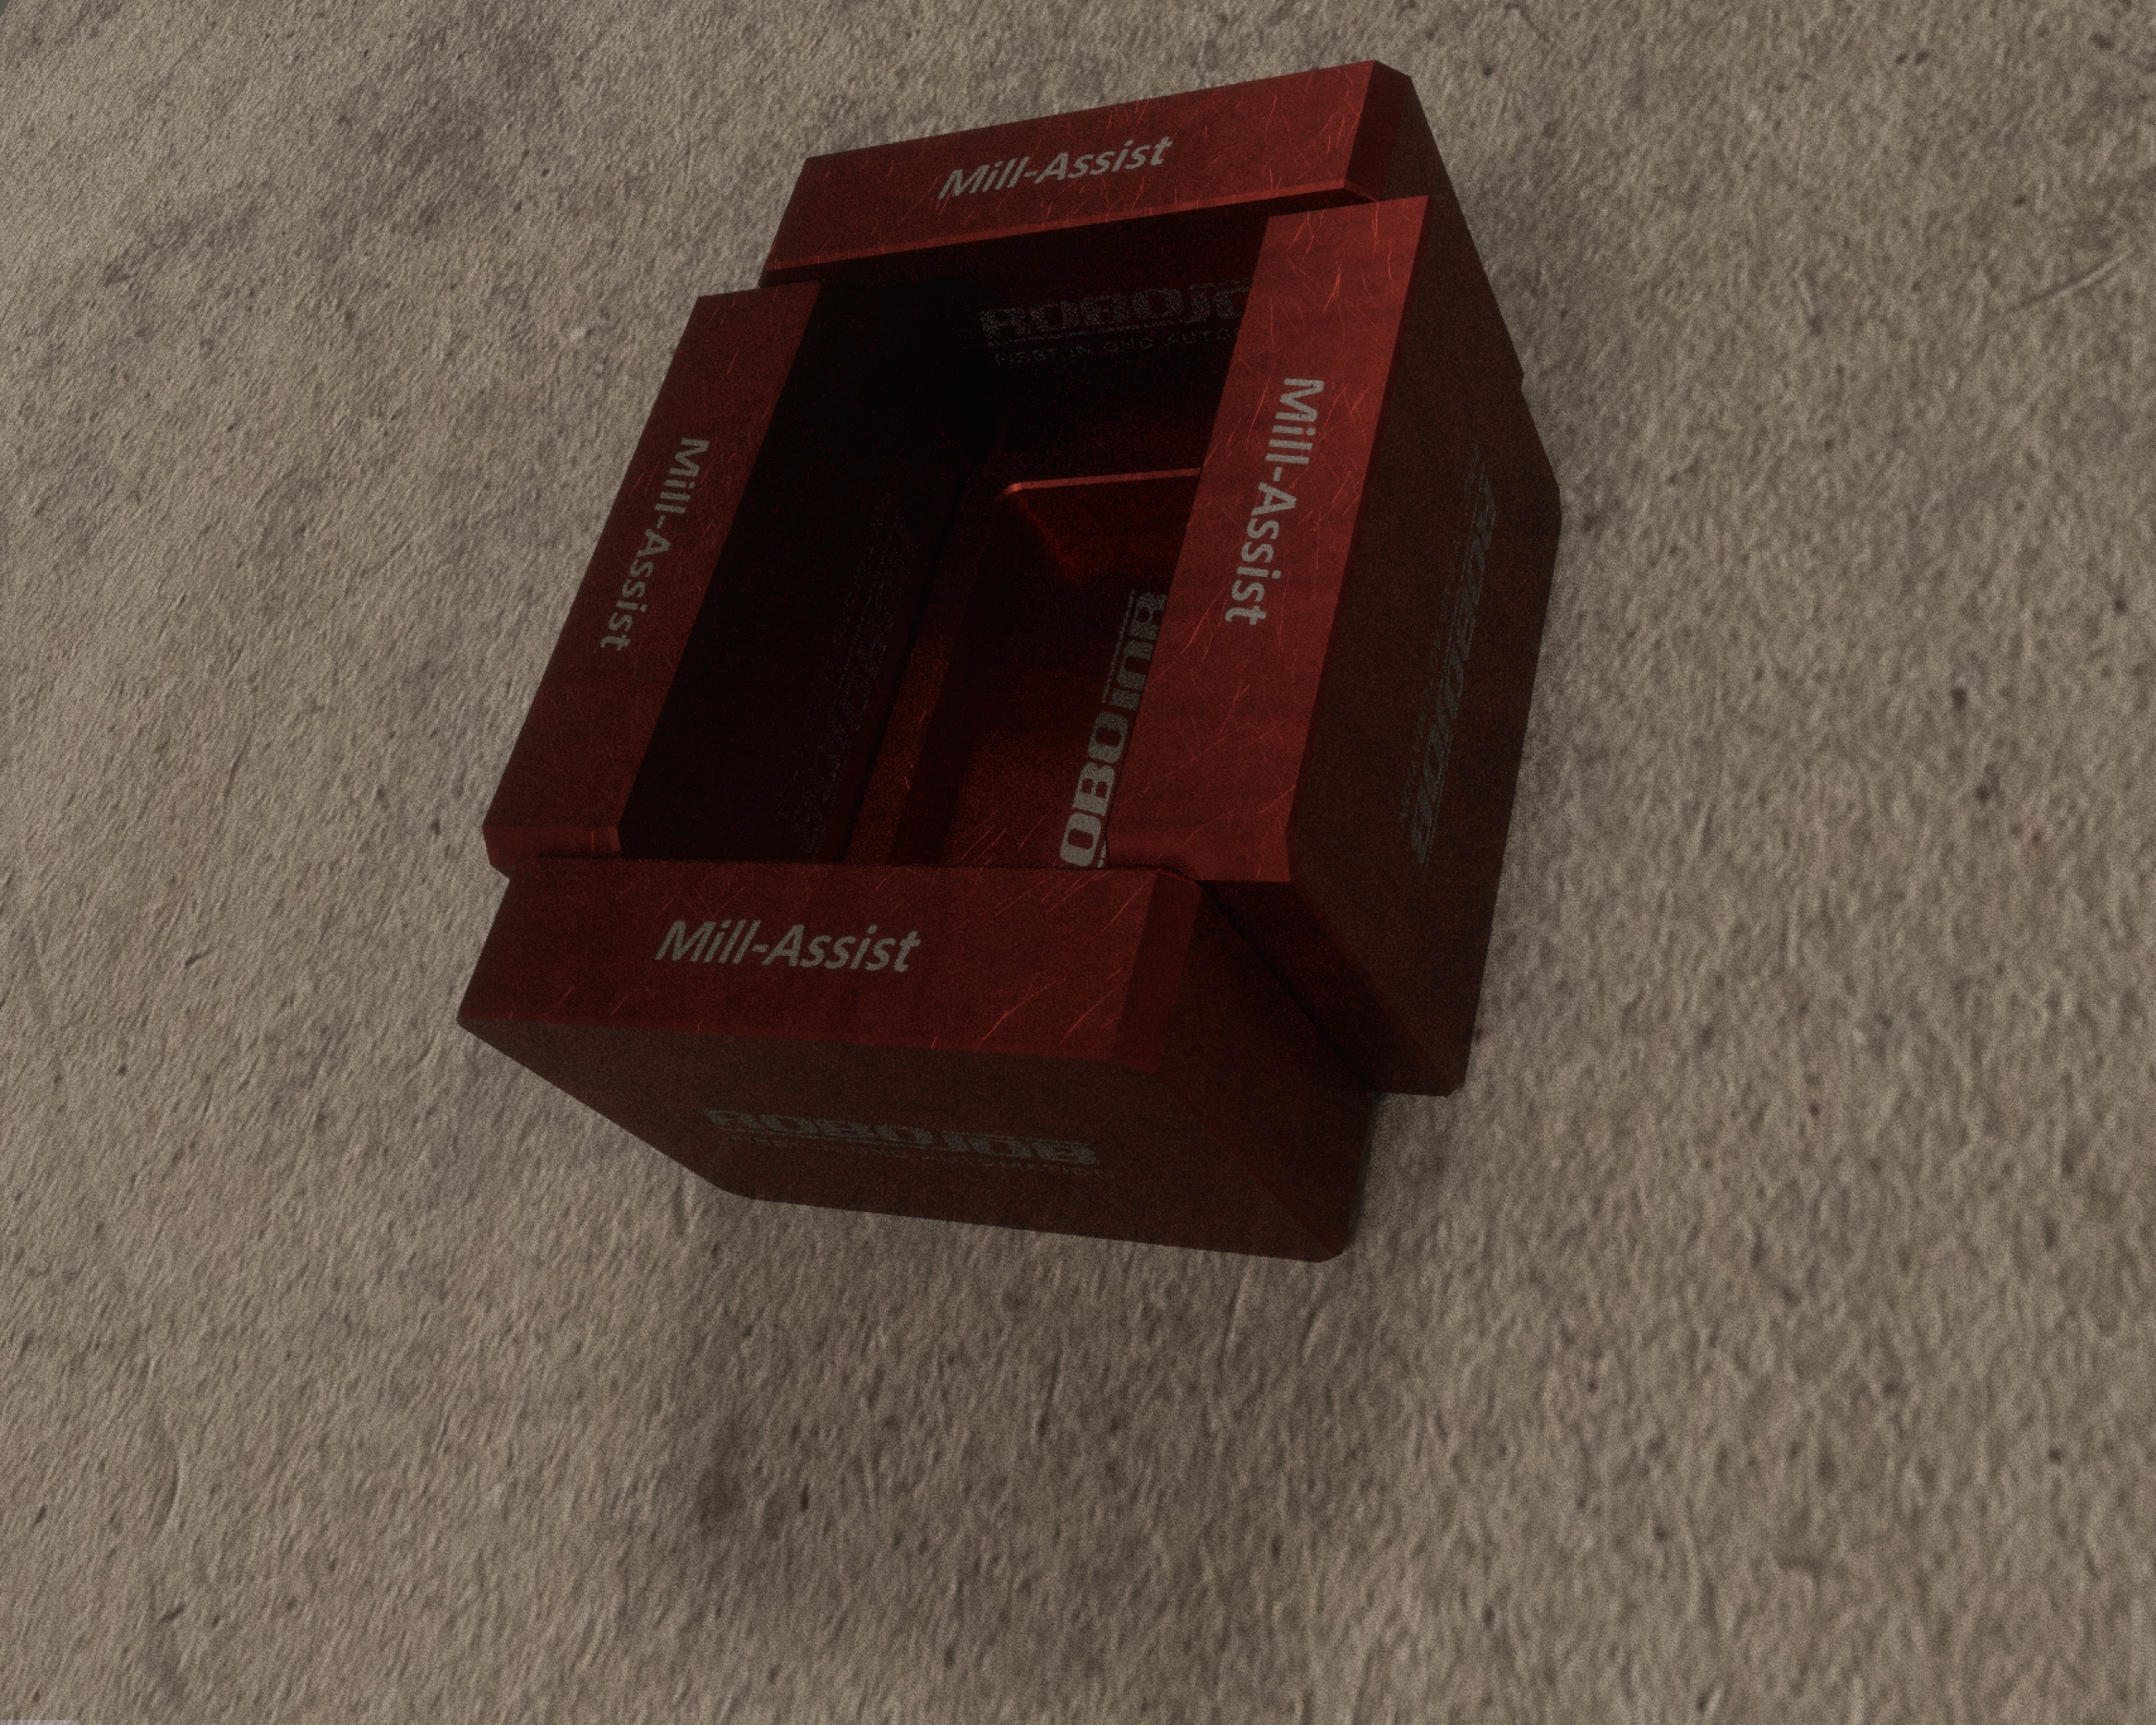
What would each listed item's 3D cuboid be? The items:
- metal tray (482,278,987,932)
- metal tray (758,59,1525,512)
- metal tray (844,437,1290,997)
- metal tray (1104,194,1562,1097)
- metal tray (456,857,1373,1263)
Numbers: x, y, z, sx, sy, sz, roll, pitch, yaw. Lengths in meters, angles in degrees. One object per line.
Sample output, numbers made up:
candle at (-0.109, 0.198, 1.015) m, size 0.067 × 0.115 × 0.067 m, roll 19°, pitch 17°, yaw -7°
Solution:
metal tray at (-0.058, -0.038, 0.415) m, size 0.030 × 0.090 × 0.130 m, roll 1°, pitch 62°, yaw 28°
metal tray at (0.014, -0.107, 0.420) m, size 0.130 × 0.090 × 0.030 m, roll 1°, pitch 63°, yaw 28°
metal tray at (0.008, -0.023, 0.411) m, size 0.090 × 0.030 × 0.130 m, roll 1°, pitch 62°, yaw 28°
metal tray at (0.050, -0.036, 0.358) m, size 0.030 × 0.090 × 0.130 m, roll 1°, pitch 62°, yaw 28°
metal tray at (-0.026, 0.034, 0.355) m, size 0.130 × 0.090 × 0.030 m, roll 1°, pitch 63°, yaw 28°
